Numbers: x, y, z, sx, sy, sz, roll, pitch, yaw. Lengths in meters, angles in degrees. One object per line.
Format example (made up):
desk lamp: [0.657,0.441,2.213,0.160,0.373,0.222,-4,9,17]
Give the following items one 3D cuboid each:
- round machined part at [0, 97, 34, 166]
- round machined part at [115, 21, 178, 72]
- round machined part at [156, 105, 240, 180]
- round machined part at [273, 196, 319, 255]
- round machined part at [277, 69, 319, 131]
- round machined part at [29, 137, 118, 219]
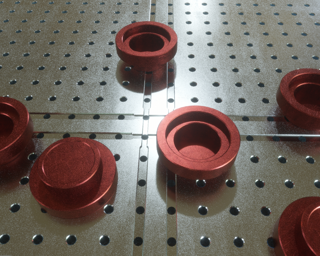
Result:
round machined part: [-0.209,0.009,0.388,0.099,0.042,0.098,0,50,0]
round machined part: [-0.021,-0.129,0.505,0.099,0.042,0.098,0,50,0]
round machined part: [0.045,0.021,0.379,0.099,0.042,0.098,0,50,0]
round machined part: [0.167,0.111,0.304,0.099,0.042,0.098,0,50,0]
round machined part: [0.210,-0.035,0.427,0.099,0.042,0.098,0,50,0]
round machined part: [-0.100,0.049,0.355,0.099,0.042,0.098,0,50,0]
